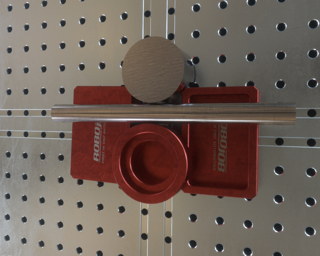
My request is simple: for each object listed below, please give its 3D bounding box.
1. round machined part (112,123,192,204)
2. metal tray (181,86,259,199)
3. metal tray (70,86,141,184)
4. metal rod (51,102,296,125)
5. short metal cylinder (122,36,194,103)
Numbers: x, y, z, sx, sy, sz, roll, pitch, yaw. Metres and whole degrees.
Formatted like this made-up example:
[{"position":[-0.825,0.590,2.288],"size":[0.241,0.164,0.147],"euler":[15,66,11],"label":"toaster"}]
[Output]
[{"position":[-0.007,0.043,0.392],"size":[0.098,0.042,0.097],"euler":[0,90,19],"label":"round machined part"},{"position":[0.073,0.016,0.380],"size":[0.090,0.030,0.129],"euler":[1,90,19],"label":"metal tray"},{"position":[-0.076,0.008,0.431],"size":[0.090,0.030,0.129],"euler":[3,91,19],"label":"metal tray"},{"position":[0.000,-0.018,0.376],"size":[0.301,0.025,0.025],"euler":[1,91,19],"label":"metal rod"},{"position":[-0.001,-0.070,0.395],"size":[0.080,0.050,0.079],"euler":[0,90,20],"label":"short metal cylinder"}]
